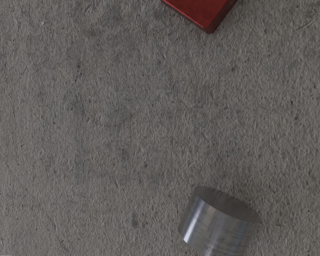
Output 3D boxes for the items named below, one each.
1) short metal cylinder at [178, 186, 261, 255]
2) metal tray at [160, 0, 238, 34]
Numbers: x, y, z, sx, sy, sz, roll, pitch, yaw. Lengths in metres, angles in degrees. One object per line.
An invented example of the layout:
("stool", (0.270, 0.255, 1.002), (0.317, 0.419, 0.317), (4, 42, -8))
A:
("short metal cylinder", (0.067, 0.108, 0.356), (0.080, 0.080, 0.050), (24, 98, 18))
("metal tray", (0.066, -0.196, 0.383), (0.090, 0.030, 0.130), (40, 102, 15))
